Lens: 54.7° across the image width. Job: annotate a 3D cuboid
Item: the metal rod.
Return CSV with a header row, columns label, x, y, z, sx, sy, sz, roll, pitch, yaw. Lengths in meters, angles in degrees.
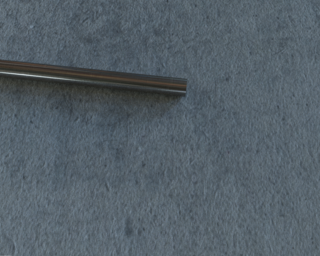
label,x,y,z,sx,sy,sz,roll,pitch,yaw
metal rod,-0.114,-0.072,0.432,0.302,0.025,0.025,6,70,2
